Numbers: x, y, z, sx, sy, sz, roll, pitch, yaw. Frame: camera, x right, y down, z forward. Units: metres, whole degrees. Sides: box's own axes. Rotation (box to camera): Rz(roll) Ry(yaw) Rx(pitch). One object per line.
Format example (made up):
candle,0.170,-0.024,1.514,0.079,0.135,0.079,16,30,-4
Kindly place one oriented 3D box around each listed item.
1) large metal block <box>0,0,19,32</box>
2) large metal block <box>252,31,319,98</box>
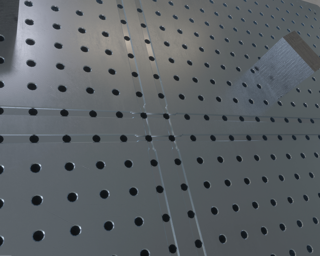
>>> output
large metal block,-0.212,-0.154,0.353,0.081,0.080,0.050,-21,73,-36
large metal block,0.234,-0.115,0.568,0.050,0.080,0.080,-32,80,-38
